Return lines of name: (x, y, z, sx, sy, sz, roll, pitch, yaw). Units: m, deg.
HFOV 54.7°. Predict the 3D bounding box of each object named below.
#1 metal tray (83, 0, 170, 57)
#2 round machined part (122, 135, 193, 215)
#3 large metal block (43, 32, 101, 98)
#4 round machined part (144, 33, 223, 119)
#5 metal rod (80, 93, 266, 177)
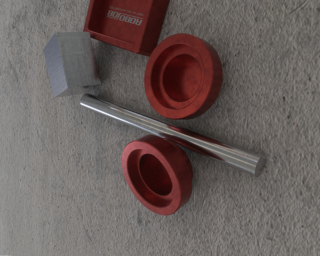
metal tray: (-0.053, -0.162, 0.444, 0.130, 0.030, 0.089, 28, 107, 36)
round machined part: (0.001, 0.053, 0.380, 0.098, 0.042, 0.097, 23, 125, 37)
large metal block: (-0.139, -0.096, 0.481, 0.080, 0.050, 0.080, -10, 93, 57)
round machined part: (0.031, -0.059, 0.368, 0.098, 0.042, 0.097, 0, 90, 40)
metal rod: (-0.007, -0.003, 0.411, 0.300, 0.025, 0.025, 21, 103, 38)
